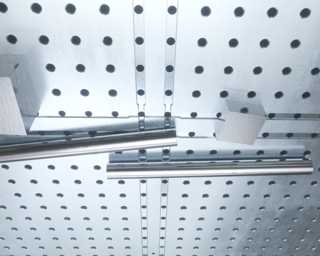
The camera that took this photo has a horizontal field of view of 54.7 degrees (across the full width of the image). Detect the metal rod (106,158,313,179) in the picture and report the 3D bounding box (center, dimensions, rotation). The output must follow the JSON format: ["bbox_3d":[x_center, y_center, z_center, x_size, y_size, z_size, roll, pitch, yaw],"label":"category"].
[{"bbox_3d":[0.073,0.061,0.464,0.302,0.025,0.025,-1,130,0],"label":"metal rod"}]

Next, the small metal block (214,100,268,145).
[{"bbox_3d":[0.105,-0.007,0.408,0.050,0.025,0.050,8,130,-7],"label":"small metal block"}]

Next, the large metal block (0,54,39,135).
[{"bbox_3d":[-0.196,-0.039,0.359,0.081,0.050,0.079,2,130,-3],"label":"large metal block"}]

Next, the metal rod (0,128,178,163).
[{"bbox_3d":[-0.127,0.027,0.432,0.302,0.025,0.025,-6,130,4],"label":"metal rod"}]
